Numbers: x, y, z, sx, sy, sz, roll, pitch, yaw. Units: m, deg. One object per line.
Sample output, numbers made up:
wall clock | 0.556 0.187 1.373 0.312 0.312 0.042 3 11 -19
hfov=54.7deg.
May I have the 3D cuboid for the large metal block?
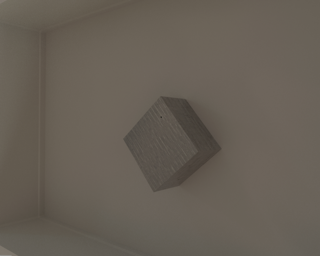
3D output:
large metal block | 0.013 0.019 0.378 0.080 0.050 0.080 -47 62 29
